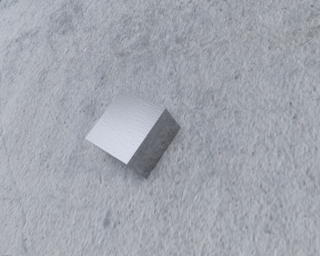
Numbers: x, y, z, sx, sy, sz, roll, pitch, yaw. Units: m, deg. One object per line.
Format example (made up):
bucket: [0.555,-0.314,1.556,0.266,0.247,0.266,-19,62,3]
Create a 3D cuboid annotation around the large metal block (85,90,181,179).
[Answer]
large metal block: [-0.034,0.007,0.400,0.080,0.050,0.080,25,75,36]
